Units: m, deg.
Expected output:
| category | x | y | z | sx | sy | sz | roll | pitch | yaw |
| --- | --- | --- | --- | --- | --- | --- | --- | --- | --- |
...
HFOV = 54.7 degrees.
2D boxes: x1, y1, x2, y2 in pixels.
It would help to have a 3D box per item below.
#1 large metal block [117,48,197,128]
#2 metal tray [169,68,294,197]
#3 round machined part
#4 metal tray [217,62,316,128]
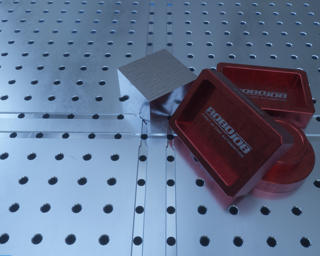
| category | x | y | z | sx | sy | sz | roll | pitch | yaw |
| --- | --- | --- | --- | --- | --- | --- | --- | --- | --- |
| large metal block | -0.003 | -0.059 | 0.441 | 0.081 | 0.050 | 0.080 | -28 | 56 | -22 |
| metal tray | 0.075 | 0.003 | 0.362 | 0.030 | 0.089 | 0.130 | 3 | 39 | -45 |
| round machined part | 0.138 | 0.025 | 0.377 | 0.099 | 0.042 | 0.098 | 0 | 50 | 0 |
| metal tray | 0.145 | -0.050 | 0.446 | 0.131 | 0.030 | 0.090 | 7 | 50 | 5 |
